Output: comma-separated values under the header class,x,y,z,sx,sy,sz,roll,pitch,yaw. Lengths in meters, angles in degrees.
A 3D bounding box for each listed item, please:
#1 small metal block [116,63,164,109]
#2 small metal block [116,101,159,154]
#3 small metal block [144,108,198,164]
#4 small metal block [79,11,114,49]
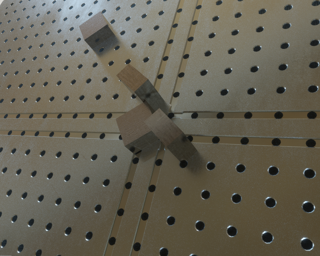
class,x,y,z,sx,sy,sz,roll,pitch,yaw
small metal block,-0.028,-0.058,0.441,0.025,0.050,0.050,-44,51,-2
small metal block,-0.027,-0.001,0.422,0.050,0.025,0.050,-30,52,8
small metal block,0.013,0.010,0.378,0.025,0.050,0.050,-42,52,-1
small metal block,-0.120,-0.184,0.581,0.050,0.025,0.050,-32,52,7
